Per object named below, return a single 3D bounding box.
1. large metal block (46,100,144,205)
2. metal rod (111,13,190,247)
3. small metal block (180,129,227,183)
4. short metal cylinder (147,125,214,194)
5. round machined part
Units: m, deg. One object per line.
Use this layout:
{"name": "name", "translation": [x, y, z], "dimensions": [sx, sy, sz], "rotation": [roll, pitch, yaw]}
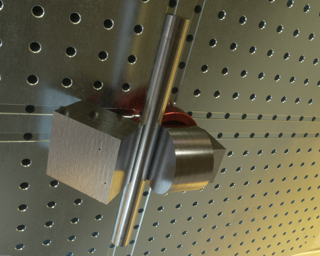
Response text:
{"name": "large metal block", "translation": [-0.073, 0.024, 0.344], "dimensions": [0.050, 0.080, 0.079], "rotation": [-39, 148, -61]}
{"name": "metal rod", "translation": [-0.019, 0.022, 0.362], "dimensions": [0.025, 0.025, 0.298], "rotation": [1, 118, -29]}
{"name": "small metal block", "translation": [0.052, 0.035, 0.392], "dimensions": [0.025, 0.050, 0.050], "rotation": [1, 118, -30]}
{"name": "short metal cylinder", "translation": [0.019, 0.036, 0.371], "dimensions": [0.050, 0.080, 0.079], "rotation": [1, 118, -29]}
{"name": "round machined part", "translation": [-0.001, 0.014, 0.408], "dimensions": [0.099, 0.042, 0.097], "rotation": [-14, 125, -21]}
